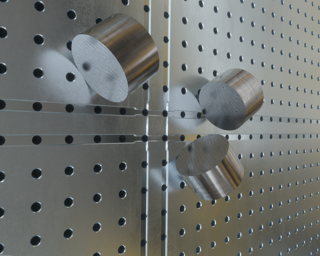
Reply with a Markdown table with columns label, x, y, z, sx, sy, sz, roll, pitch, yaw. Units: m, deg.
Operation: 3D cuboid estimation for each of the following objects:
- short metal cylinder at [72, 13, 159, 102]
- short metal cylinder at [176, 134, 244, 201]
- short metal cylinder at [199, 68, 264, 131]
| label | x | y | z | sx | sy | sz | roll | pitch | yaw |
| --- | --- | --- | --- | --- | --- | --- | --- | --- | --- |
| short metal cylinder | -0.048 | -0.075 | 0.335 | 0.050 | 0.080 | 0.080 | -45 | 117 | -31 |
| short metal cylinder | 0.070 | 0.054 | 0.434 | 0.080 | 0.080 | 0.050 | -50 | 120 | -28 |
| short metal cylinder | 0.106 | -0.043 | 0.465 | 0.050 | 0.080 | 0.080 | -35 | 112 | -35 |
